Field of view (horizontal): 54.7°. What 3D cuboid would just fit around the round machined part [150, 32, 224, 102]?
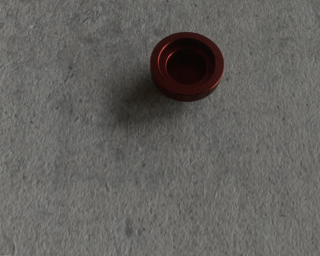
[{"bbox_3d":[0.036,-0.080,0.429,0.099,0.042,0.098,0,70,-1],"label":"round machined part"}]
